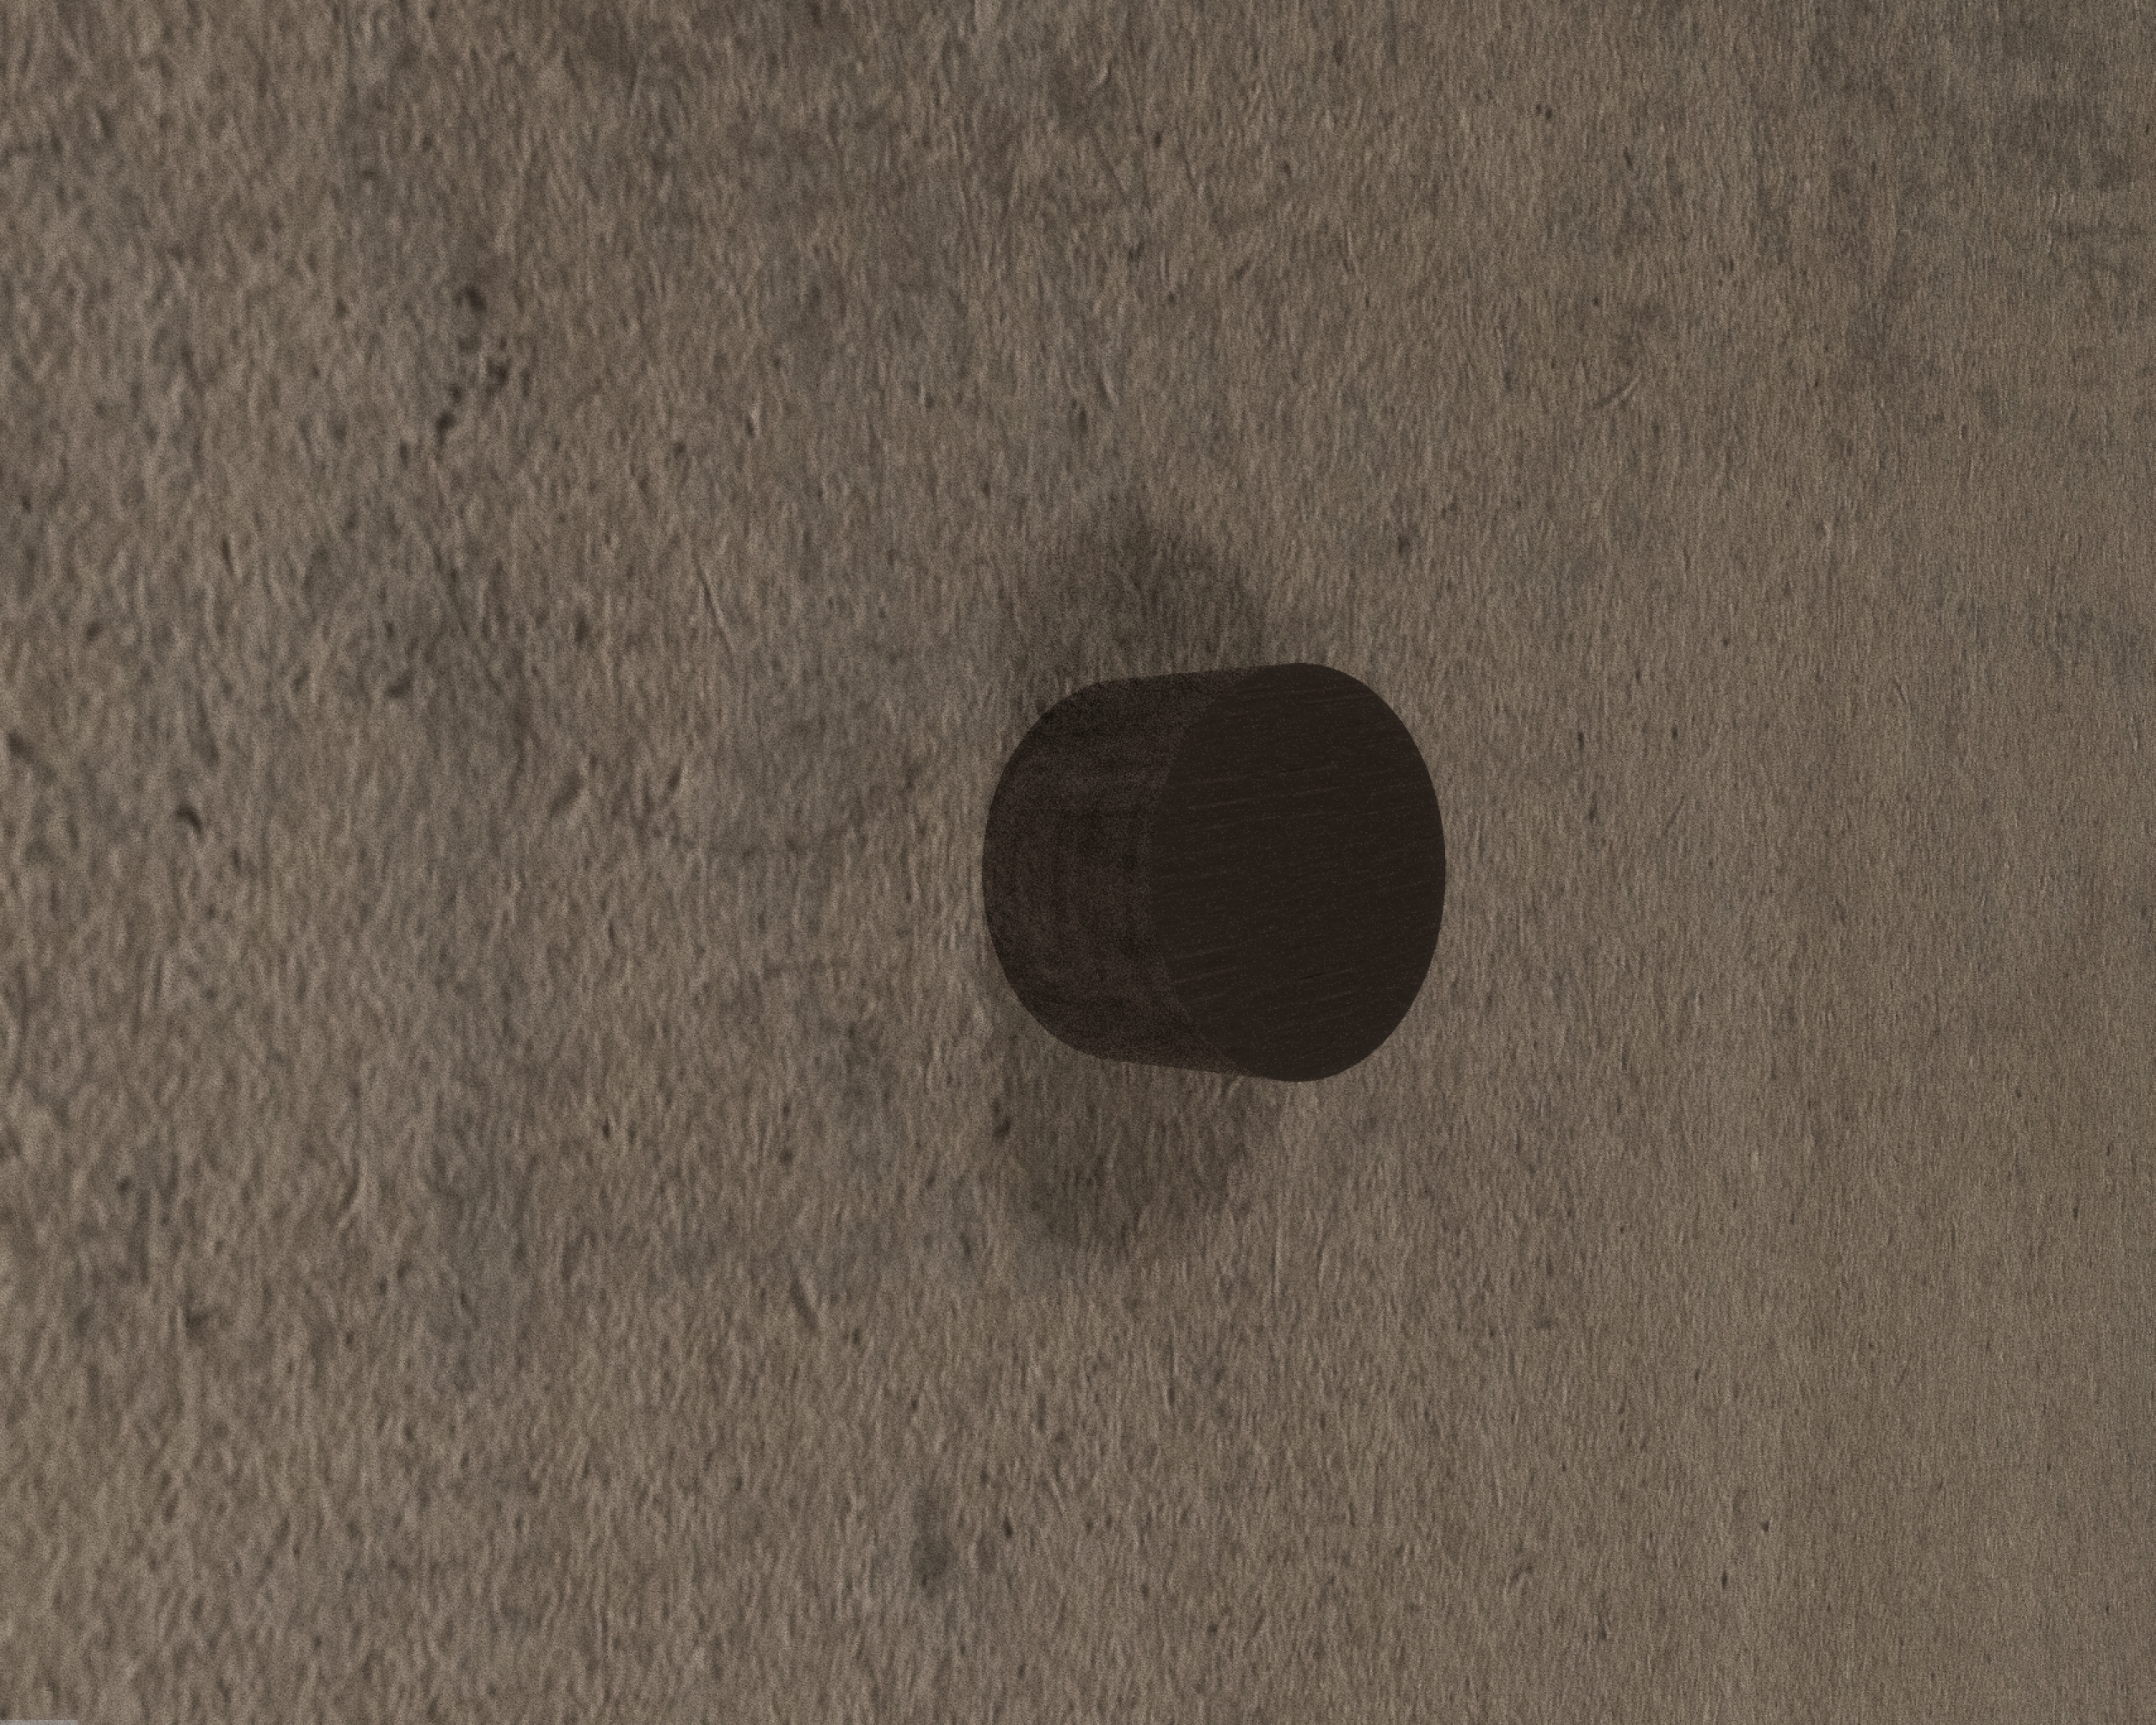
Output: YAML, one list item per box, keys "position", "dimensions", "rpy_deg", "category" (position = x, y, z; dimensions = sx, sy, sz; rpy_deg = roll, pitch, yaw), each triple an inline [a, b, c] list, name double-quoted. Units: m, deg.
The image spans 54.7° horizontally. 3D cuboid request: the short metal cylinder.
- position: [0.028, 0.002, 0.415]
  dimensions: [0.081, 0.050, 0.079]
  rpy_deg: [0, 90, -40]
  category: "short metal cylinder"
